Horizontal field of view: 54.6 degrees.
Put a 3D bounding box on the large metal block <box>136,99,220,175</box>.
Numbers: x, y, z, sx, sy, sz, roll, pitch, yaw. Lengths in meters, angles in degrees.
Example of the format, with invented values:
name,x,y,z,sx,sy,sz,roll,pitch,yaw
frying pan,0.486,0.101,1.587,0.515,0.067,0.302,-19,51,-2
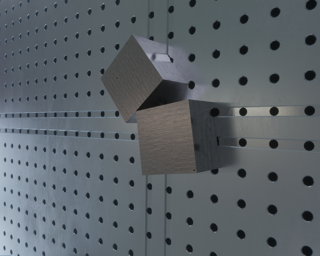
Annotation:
name,x,y,z,sx,sy,sz,roll,pitch,yaw
large metal block,0.021,0.013,0.377,0.080,0.050,0.080,-10,84,39

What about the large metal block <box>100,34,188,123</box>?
name,x,y,z,sx,sy,sz,roll,pitch,yaw
large metal block,-0.023,-0.063,0.413,0.080,0.050,0.080,-46,62,30
